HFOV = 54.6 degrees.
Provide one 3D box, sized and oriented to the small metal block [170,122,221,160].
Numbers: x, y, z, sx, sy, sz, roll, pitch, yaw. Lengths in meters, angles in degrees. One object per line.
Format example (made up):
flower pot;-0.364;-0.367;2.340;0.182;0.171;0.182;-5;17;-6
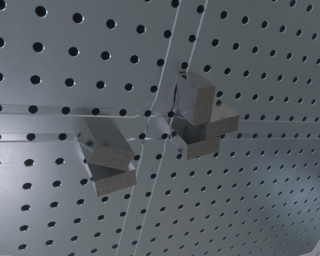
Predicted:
small metal block;0.048;0.015;0.429;0.050;0.050;0.025;-13;124;-21

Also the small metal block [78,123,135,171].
small metal block;-0.065;0.023;0.373;0.050;0.050;0.025;19;109;-35

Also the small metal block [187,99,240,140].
small metal block;0.072;-0.013;0.425;0.050;0.050;0.025;-15;125;-20

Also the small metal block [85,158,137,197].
small metal block;-0.063;0.055;0.394;0.050;0.050;0.025;-15;125;-20

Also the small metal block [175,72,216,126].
small metal block;0.043;-0.038;0.394;0.025;0.050;0.050;-11;123;-23
